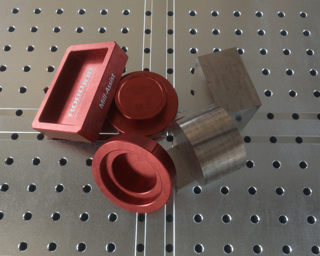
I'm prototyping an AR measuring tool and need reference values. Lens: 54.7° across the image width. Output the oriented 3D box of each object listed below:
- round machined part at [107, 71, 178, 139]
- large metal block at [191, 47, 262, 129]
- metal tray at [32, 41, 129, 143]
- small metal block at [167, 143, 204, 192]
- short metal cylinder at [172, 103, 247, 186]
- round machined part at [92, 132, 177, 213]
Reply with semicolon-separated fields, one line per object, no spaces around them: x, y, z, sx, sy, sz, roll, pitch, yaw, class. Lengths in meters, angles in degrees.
-0.025;-0.035;0.415;0.099;0.042;0.098;0;70;0;round machined part
0.080;-0.043;0.399;0.050;0.080;0.080;-16;71;-6;large metal block
-0.103;-0.049;0.405;0.090;0.030;0.130;5;67;32;metal tray
0.032;0.047;0.395;0.050;0.025;0.050;-28;73;-10;small metal block
0.054;0.019;0.350;0.050;0.080;0.080;-24;72;-8;short metal cylinder
-0.027;0.048;0.366;0.098;0.097;0.042;25;33;8;round machined part
